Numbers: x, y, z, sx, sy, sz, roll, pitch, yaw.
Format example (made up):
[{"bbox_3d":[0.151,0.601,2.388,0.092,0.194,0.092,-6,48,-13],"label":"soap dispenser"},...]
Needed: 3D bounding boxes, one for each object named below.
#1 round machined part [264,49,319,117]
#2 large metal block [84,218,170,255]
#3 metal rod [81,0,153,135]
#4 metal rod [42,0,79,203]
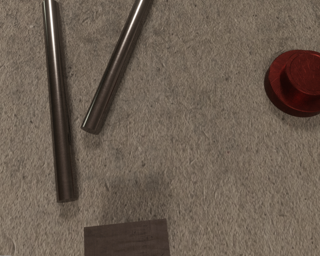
[{"bbox_3d":[0.199,-0.067,0.426,0.099,0.042,0.098,0,70,-1],"label":"round machined part"},{"bbox_3d":[-0.031,0.129,0.331,0.081,0.080,0.050,-5,70,-2],"label":"large metal block"},{"bbox_3d":[-0.047,-0.130,0.455,0.025,0.025,0.299,17,71,5],"label":"metal rod"},{"bbox_3d":[-0.140,-0.050,0.424,0.025,0.025,0.299,-10,70,-4],"label":"metal rod"}]
